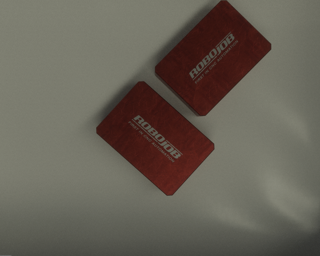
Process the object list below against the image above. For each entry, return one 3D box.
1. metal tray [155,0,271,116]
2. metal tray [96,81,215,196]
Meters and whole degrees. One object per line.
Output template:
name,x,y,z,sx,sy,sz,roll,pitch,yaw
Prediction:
metal tray,0.068,-0.090,0.410,0.090,0.030,0.130,45,90,-1
metal tray,-0.006,0.013,0.409,0.130,0.030,0.090,42,90,-1
